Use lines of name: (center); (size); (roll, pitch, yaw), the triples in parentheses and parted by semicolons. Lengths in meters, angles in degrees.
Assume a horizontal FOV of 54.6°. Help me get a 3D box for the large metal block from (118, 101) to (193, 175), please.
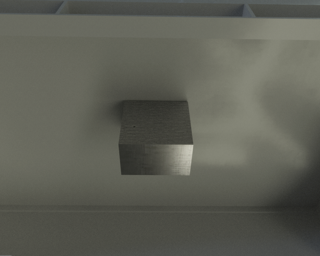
large metal block: (-0.005, 0.011, 0.379); (0.080, 0.080, 0.050); (1, 130, -1)
